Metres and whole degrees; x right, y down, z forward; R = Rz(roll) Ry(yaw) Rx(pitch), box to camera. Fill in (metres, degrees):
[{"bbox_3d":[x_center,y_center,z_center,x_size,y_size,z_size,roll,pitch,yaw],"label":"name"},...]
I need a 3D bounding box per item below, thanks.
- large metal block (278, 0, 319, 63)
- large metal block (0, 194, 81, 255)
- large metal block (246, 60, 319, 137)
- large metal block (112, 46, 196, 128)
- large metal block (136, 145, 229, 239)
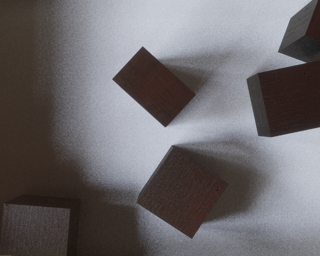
[{"bbox_3d":[0.208,-0.113,0.385,0.080,0.080,0.050,20,90,0],"label":"large metal block"},{"bbox_3d":[-0.151,0.134,0.398,0.080,0.050,0.080,5,90,0],"label":"large metal block"},{"bbox_3d":[0.166,-0.036,0.400,0.080,0.050,0.080,-12,90,0],"label":"large metal block"},{"bbox_3d":[-0.006,-0.046,0.384,0.080,0.080,0.050,42,90,0],"label":"large metal block"},{"bbox_3d":[0.027,0.079,0.399,0.080,0.050,0.080,34,90,0],"label":"large metal block"}]
